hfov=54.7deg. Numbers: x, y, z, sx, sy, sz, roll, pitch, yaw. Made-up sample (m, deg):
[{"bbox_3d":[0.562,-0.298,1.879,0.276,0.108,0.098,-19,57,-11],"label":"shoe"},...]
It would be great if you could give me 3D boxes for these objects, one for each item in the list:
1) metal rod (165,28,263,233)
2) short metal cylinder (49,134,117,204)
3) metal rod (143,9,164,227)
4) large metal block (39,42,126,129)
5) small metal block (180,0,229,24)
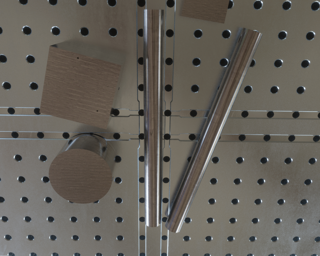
[{"bbox_3d":[0.066,0.017,0.420,0.025,0.025,0.298,17,109,-7],"label":"metal rod"},{"bbox_3d":[-0.101,0.054,0.419,0.081,0.050,0.079,0,110,-1],"label":"short metal cylinder"},{"bbox_3d":[-0.009,0.001,0.413,0.025,0.025,0.298,0,110,-1],"label":"metal rod"},{"bbox_3d":[-0.093,-0.053,0.379,0.081,0.050,0.079,14,109,-6],"label":"large metal block"},{"bbox_3d":[0.053,-0.151,0.358,0.050,0.025,0.050,9,110,-4],"label":"small metal block"}]
